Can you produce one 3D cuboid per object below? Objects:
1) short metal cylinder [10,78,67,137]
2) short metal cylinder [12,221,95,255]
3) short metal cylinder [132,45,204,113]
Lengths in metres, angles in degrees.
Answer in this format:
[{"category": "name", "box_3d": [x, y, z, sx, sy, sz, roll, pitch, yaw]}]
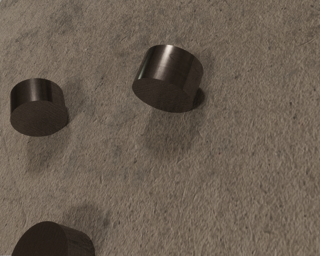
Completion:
[{"category": "short metal cylinder", "box_3d": [-0.190, -0.031, 0.485, 0.080, 0.080, 0.050, -29, 52, 9]}, {"category": "short metal cylinder", "box_3d": [-0.123, 0.154, 0.356, 0.080, 0.050, 0.080, -13, 56, 20]}, {"category": "short metal cylinder", "box_3d": [0.011, -0.061, 0.399, 0.080, 0.080, 0.050, 6, 65, 31]}]
